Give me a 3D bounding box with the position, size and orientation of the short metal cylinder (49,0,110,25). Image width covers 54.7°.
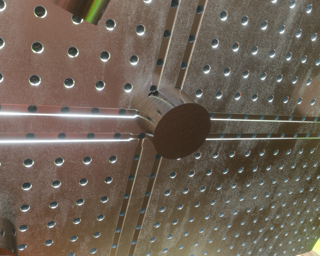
[{"bbox_3d":[-0.076,-0.128,0.254,0.080,0.080,0.050,22,107,-36],"label":"short metal cylinder"}]

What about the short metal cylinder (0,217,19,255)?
[{"bbox_3d":[-0.215,0.153,0.372,0.081,0.050,0.079,-14,124,-21],"label":"short metal cylinder"}]

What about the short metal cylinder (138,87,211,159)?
[{"bbox_3d":[0.018,-0.006,0.401,0.081,0.050,0.079,-14,124,-21],"label":"short metal cylinder"}]
